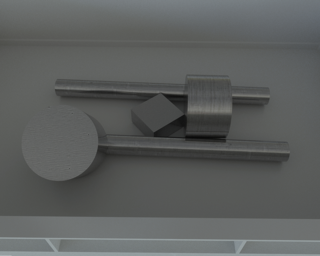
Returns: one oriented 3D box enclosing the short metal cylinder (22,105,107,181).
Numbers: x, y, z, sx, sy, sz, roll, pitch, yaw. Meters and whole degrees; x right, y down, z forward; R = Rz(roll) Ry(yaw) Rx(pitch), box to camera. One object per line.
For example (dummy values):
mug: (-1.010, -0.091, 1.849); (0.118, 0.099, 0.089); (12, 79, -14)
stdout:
short metal cylinder: (-0.104, 0.018, 0.348); (0.081, 0.050, 0.080); (0, 84, 1)

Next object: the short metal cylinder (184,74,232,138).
short metal cylinder: (0.057, -0.027, 0.391); (0.050, 0.080, 0.080); (1, 50, 1)

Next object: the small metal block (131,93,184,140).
small metal block: (-0.003, -0.013, 0.414); (0.050, 0.025, 0.050); (-31, 57, -24)

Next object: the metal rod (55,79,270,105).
metal rod: (0.003, -0.052, 0.446); (0.302, 0.025, 0.025); (3, 50, 1)

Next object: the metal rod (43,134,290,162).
metal rod: (0.004, 0.023, 0.383); (0.302, 0.025, 0.025); (2, 50, 1)
